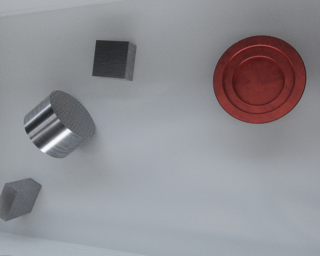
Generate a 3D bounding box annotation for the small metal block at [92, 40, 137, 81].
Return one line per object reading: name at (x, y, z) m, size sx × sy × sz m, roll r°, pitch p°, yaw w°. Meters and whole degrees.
small metal block at (-0.063, -0.094, 0.432) m, size 0.050 × 0.025 × 0.050 m, roll 8°, pitch 93°, yaw 19°

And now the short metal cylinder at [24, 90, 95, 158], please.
short metal cylinder at (-0.137, -0.005, 0.428) m, size 0.050 × 0.080 × 0.080 m, roll -36°, pitch 79°, yaw 16°

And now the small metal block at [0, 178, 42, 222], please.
small metal block at (-0.215, 0.108, 0.471) m, size 0.025 × 0.050 × 0.050 m, roll 28°, pitch 99°, yaw 17°

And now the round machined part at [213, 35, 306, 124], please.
round machined part at (0.115, -0.054, 0.361) m, size 0.098 × 0.042 × 0.097 m, roll 0°, pitch 90°, yaw 19°
